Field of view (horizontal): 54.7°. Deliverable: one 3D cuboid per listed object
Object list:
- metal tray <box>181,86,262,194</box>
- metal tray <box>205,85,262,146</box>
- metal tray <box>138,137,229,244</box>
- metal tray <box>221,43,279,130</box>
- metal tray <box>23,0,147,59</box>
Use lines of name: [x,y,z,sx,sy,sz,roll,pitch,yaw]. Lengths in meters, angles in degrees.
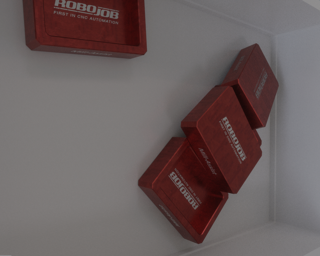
metal tray: [0.092,0.017,0.440,0.090,0.030,0.130,-46,118,-30]
metal tray: [0.108,0.007,0.493,0.090,0.030,0.130,-49,119,-29]
metal tray: [0.038,0.087,0.435,0.090,0.030,0.130,-51,120,-28]
metal tray: [0.150,-0.069,0.503,0.090,0.030,0.130,54,44,-20]
metal tray: [-0.077,-0.127,0.338,0.131,0.030,0.089,-5,94,-40]
